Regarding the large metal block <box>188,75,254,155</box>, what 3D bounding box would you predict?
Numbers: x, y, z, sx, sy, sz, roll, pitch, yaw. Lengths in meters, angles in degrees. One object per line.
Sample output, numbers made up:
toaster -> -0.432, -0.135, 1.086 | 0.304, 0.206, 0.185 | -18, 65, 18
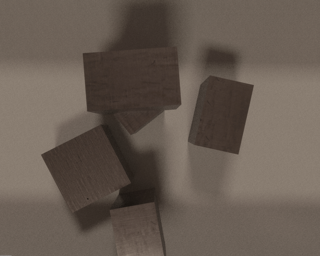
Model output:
large metal block -> 0.071, -0.015, 0.385 | 0.050, 0.080, 0.080 | 13, 90, 0

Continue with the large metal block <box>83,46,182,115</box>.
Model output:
large metal block -> -0.024, -0.042, 0.304 | 0.081, 0.080, 0.050 | -4, 90, -1

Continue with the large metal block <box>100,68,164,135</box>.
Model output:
large metal block -> -0.038, -0.039, 0.383 | 0.050, 0.080, 0.080 | -39, 91, 0

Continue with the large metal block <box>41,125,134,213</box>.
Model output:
large metal block -> -0.089, 0.049, 0.398 | 0.080, 0.050, 0.080 | -27, 90, 0

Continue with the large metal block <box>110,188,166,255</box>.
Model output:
large metal block -> -0.024, 0.125, 0.384 | 0.050, 0.080, 0.080 | -10, 90, 0
